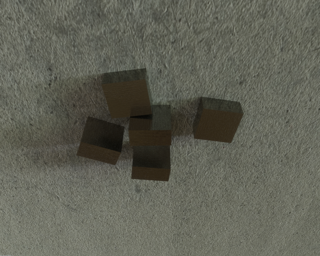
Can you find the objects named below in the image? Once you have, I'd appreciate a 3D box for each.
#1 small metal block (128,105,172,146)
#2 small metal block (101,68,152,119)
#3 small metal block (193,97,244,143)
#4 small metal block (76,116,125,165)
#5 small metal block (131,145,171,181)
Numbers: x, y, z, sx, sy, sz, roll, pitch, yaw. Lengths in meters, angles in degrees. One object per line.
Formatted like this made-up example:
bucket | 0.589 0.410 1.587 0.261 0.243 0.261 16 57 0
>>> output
small metal block | -0.011 -0.004 0.387 0.050 0.050 0.025 -1 130 0
small metal block | -0.038 -0.041 0.372 0.050 0.025 0.050 -6 130 5
small metal block | 0.073 -0.010 0.399 0.050 0.025 0.050 7 130 -6
small metal block | -0.076 0.016 0.404 0.050 0.050 0.025 17 128 -14
small metal block | -0.012 0.045 0.429 0.050 0.050 0.025 5 130 -4
